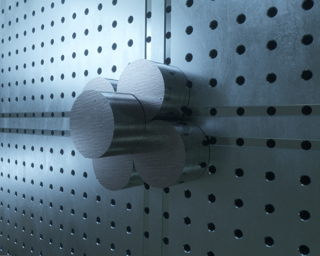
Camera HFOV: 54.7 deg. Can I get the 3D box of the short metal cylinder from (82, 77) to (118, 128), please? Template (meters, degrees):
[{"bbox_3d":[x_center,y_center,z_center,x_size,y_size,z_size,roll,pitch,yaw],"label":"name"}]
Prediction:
[{"bbox_3d":[-0.071,-0.031,0.449,0.080,0.050,0.079,0,90,39],"label":"short metal cylinder"}]

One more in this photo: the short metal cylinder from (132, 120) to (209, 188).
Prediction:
[{"bbox_3d":[0.013,0.030,0.380,0.080,0.050,0.079,0,90,39],"label":"short metal cylinder"}]

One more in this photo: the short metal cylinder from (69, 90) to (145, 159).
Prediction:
[{"bbox_3d":[-0.065,-0.005,0.377,0.080,0.050,0.079,2,92,39],"label":"short metal cylinder"}]

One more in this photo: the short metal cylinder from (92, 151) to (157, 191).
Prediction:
[{"bbox_3d":[-0.048,0.043,0.430,0.080,0.050,0.079,0,90,39],"label":"short metal cylinder"}]

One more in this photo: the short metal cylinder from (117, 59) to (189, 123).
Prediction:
[{"bbox_3d":[-0.010,-0.045,0.398,0.080,0.050,0.079,0,90,39],"label":"short metal cylinder"}]
